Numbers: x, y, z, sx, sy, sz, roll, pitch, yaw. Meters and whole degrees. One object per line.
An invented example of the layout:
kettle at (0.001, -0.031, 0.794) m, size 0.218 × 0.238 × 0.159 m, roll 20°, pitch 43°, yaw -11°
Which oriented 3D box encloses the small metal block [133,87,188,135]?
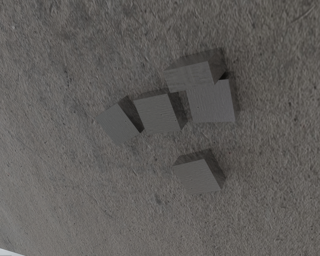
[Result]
small metal block at (0.001, -0.022, 0.393) m, size 0.050 × 0.025 × 0.050 m, roll -8°, pitch 115°, yaw 32°

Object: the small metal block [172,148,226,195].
small metal block at (0.053, 0.060, 0.416) m, size 0.050 × 0.025 × 0.050 m, roll -19°, pitch 109°, yaw 35°

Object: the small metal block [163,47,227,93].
small metal block at (0.039, -0.062, 0.332) m, size 0.050 × 0.050 × 0.025 m, roll -7°, pitch 115°, yaw 31°

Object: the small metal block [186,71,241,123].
small metal block at (0.061, -0.034, 0.354) m, size 0.050 × 0.025 × 0.050 m, roll -2°, pitch 118°, yaw 29°

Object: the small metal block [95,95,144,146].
small metal block at (-0.053, -0.009, 0.429) m, size 0.050 × 0.025 × 0.050 m, roll -28°, pitch 103°, yaw 37°
